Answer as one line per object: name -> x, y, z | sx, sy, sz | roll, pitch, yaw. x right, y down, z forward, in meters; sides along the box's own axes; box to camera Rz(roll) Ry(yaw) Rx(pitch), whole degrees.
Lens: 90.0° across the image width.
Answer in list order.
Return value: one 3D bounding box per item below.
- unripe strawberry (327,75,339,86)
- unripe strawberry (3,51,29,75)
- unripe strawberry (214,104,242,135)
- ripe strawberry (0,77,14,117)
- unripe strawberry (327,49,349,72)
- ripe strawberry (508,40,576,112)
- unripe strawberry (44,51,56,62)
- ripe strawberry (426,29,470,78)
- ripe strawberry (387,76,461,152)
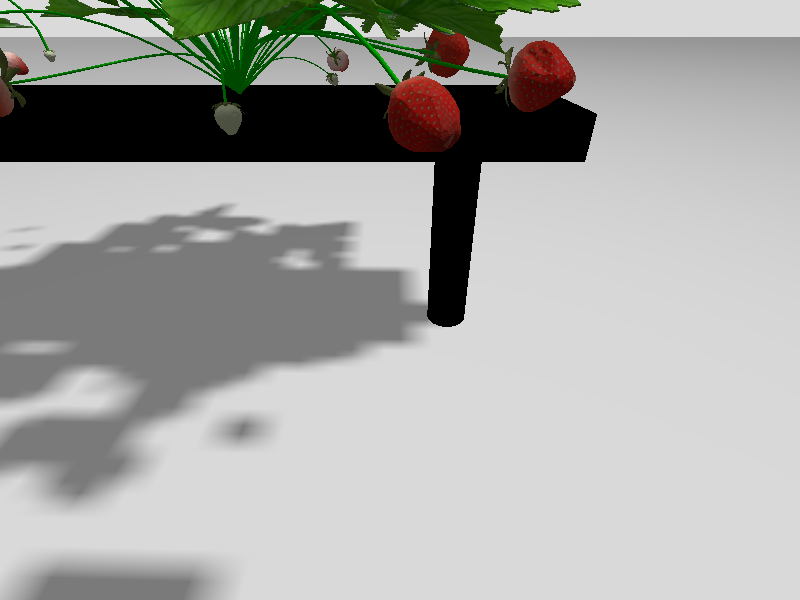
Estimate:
unripe strawberry -> -0.061, -0.201, 0.366 | 0.011, 0.010, 0.010 | 29, -14, 35
unripe strawberry -> -0.403, -0.246, 0.418 | 0.023, 0.020, 0.023 | 36, 6, 41
unripe strawberry -> -0.084, -0.089, 0.198 | 0.013, 0.014, 0.013 | -10, 17, -14
ripe strawberry -> -0.236, -0.118, 0.219 | 0.033, 0.035, 0.031 | -28, 44, -34
unripe strawberry -> -0.067, -0.263, 0.441 | 0.024, 0.021, 0.024 | 12, 11, 16
ripe strawberry -> 0.082, -0.128, 0.232 | 0.037, 0.037, 0.041 | 14, 37, 18
unripe strawberry -> -0.408, -0.285, 0.468 | 0.010, 0.011, 0.011 | 26, 42, 32
ripe strawberry -> 0.052, -0.256, 0.413 | 0.049, 0.047, 0.045 | -23, 41, -30
ripe strawberry -> 0.011, -0.072, 0.159 | 0.031, 0.031, 0.026 | -23, -25, -30
